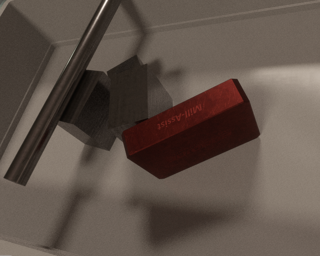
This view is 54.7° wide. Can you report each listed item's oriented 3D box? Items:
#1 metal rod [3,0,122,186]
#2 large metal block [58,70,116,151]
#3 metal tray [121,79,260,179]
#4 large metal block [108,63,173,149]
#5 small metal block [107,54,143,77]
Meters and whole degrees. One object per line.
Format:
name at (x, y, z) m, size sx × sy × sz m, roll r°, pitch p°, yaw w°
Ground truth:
metal rod at (-0.115, -0.069, 0.403) m, size 0.025 × 0.025 × 0.300 m, roll 7°, pitch 65°, yaw 31°
large metal block at (-0.093, -0.024, 0.432) m, size 0.050 × 0.080 × 0.080 m, roll 12°, pitch 68°, yaw 33°
metal tray at (0.037, 0.007, 0.337) m, size 0.130 × 0.090 × 0.030 m, roll -26°, pitch 58°, yaw 12°
large metal block at (-0.020, -0.020, 0.392) m, size 0.050 × 0.080 × 0.080 m, roll -15°, pitch 56°, yaw 19°
small metal block at (-0.041, -0.072, 0.454) m, size 0.050 × 0.050 × 0.025 m, roll -28°, pitch 53°, yaw 10°
